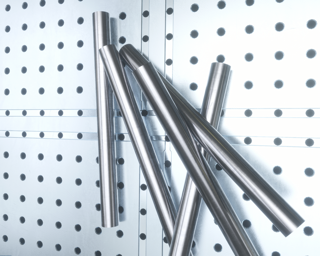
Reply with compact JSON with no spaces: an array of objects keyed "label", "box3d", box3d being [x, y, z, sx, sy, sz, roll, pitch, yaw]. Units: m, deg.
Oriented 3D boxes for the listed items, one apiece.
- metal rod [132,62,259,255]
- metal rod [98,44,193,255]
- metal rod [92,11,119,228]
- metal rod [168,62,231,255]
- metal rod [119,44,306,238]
[{"label":"metal rod","box3d":[0.053,0.063,0.355,0.025,0.025,0.299,-28,96,17]},{"label":"metal rod","box3d":[-0.019,0.033,0.409,0.025,0.025,0.299,-21,87,18]},{"label":"metal rod","box3d":[-0.077,-0.013,0.438,0.025,0.025,0.298,-3,89,19]},{"label":"metal rod","box3d":[0.043,0.067,0.379,0.025,0.025,0.298,12,88,19]},{"label":"metal rod","box3d":[0.041,-0.005,0.362,0.025,0.025,0.300,-48,63,13]}]
